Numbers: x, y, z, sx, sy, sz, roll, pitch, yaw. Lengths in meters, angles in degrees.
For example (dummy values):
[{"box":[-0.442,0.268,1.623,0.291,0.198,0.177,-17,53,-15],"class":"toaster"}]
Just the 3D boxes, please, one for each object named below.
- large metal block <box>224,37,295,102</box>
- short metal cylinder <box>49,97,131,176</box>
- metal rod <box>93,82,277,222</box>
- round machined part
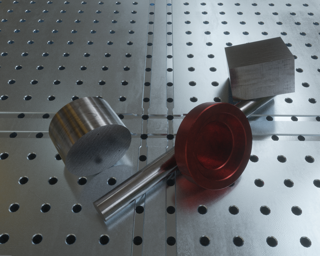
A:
[{"box":[0.138,-0.084,0.438,0.080,0.050,0.080,-8,33,12],"class":"large metal block"},{"box":[-0.081,0.010,0.363,0.081,0.080,0.050,-26,55,-21],"class":"short metal cylinder"},{"box":[0.051,0.016,0.394,0.302,0.025,0.025,-33,57,-25],"class":"metal rod"},{"box":[0.057,0.019,0.358,0.099,0.098,0.042,-33,22,-25],"class":"round machined part"}]
